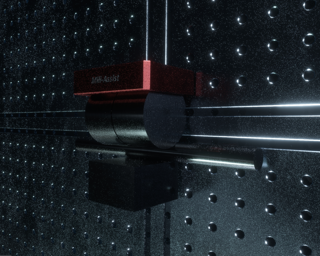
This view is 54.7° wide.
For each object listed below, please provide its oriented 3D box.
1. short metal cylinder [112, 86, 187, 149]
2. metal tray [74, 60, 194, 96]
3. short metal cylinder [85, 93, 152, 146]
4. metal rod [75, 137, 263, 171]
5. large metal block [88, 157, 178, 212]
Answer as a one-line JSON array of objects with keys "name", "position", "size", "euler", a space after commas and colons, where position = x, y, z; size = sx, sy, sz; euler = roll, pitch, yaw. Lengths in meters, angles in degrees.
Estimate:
[{"name": "short metal cylinder", "position": [-0.011, -0.016, 0.379], "size": [0.050, 0.081, 0.079], "euler": [2, 92, 40]}, {"name": "metal tray", "position": [-0.034, -0.056, 0.390], "size": [0.130, 0.091, 0.030], "euler": [2, 91, 40]}, {"name": "short metal cylinder", "position": [-0.051, -0.016, 0.412], "size": [0.050, 0.081, 0.079], "euler": [1, 91, 40]}, {"name": "metal rod", "position": [-0.014, 0.029, 0.415], "size": [0.300, 0.025, 0.025], "euler": [2, 91, 40]}, {"name": "large metal block", "position": [-0.033, 0.067, 0.395], "size": [0.080, 0.081, 0.050], "euler": [1, 91, 40]}]
